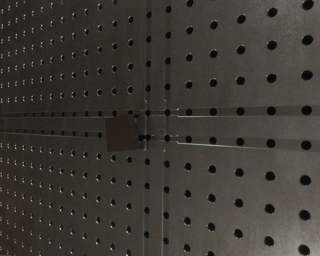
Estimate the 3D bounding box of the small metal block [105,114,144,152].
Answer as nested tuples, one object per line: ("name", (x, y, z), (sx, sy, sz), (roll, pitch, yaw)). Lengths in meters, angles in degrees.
("small metal block", (-0.052, 0.008, 0.450), (0.050, 0.025, 0.050), (-8, 85, 39))
